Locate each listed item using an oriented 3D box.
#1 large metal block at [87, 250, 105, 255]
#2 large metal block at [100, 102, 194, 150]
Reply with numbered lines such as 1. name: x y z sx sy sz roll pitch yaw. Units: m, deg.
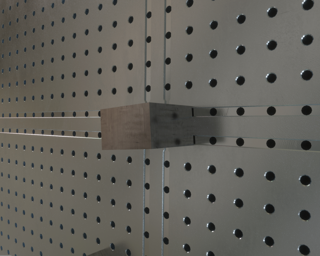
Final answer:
1. large metal block: -0.108 0.253 0.479 0.080 0.050 0.080 50 119 28
2. large metal block: -0.015 0.000 0.384 0.080 0.081 0.050 -4 87 39
